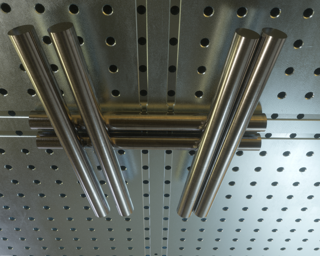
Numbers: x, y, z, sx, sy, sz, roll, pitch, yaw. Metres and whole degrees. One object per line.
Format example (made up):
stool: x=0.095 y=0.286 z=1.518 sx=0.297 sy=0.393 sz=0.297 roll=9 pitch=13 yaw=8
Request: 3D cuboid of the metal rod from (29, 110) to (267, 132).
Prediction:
metal rod: x=-0.014 y=-0.009 z=0.405 sx=0.302 sy=0.025 sz=0.025 roll=1 pitch=130 yaw=-1

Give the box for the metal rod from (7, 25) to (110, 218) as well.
metal rod: x=-0.112 y=0.018 z=0.394 sx=0.025 sy=0.025 sz=0.299 roll=-6 pitch=130 yaw=5

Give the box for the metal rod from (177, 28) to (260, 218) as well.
metal rod: x=0.062 y=0.020 z=0.397 sx=0.025 sy=0.025 sz=0.298 roll=7 pitch=130 yaw=-6

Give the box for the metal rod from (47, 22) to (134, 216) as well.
metal rod: x=-0.075 y=0.016 z=0.392 sx=0.025 sy=0.025 sz=0.299 roll=-6 pitch=130 yaw=5

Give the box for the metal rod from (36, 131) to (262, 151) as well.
metal rod: x=-0.014 y=0.018 z=0.427 sx=0.302 sy=0.025 sz=0.025 roll=1 pitch=130 yaw=-1

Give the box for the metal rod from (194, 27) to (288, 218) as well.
metal rod: x=0.088 y=0.020 z=0.397 sx=0.025 sy=0.025 sz=0.298 roll=7 pitch=130 yaw=-6
